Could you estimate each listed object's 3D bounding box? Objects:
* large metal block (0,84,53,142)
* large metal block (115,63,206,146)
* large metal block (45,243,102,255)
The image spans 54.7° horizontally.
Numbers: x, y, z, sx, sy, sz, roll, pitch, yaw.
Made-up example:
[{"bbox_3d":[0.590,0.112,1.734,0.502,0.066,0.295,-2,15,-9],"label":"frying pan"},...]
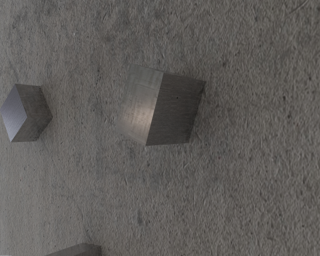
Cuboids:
[{"bbox_3d":[-0.263,-0.028,0.606,0.080,0.050,0.080,-44,64,31],"label":"large metal block"},{"bbox_3d":[0.002,-0.027,0.368,0.050,0.081,0.079,24,105,37],"label":"large metal block"},{"bbox_3d":[-0.136,0.233,0.482,0.050,0.081,0.080,-11,83,39],"label":"large metal block"}]
